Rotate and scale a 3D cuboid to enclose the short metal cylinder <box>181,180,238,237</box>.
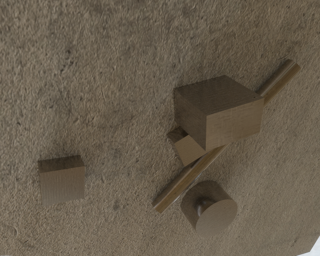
[{"bbox_3d":[0.082,0.135,0.522,0.081,0.050,0.079,-14,125,-21],"label":"short metal cylinder"}]

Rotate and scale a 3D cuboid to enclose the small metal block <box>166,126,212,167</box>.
[{"bbox_3d":[0.043,0.020,0.445,0.050,0.025,0.050,-31,129,-9],"label":"small metal block"}]

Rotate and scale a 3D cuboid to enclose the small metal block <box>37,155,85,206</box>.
[{"bbox_3d":[-0.121,0.064,0.381,0.050,0.025,0.050,-7,122,-25],"label":"small metal block"}]

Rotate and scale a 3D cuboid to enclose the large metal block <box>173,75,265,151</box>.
[{"bbox_3d":[0.072,-0.023,0.399,0.081,0.080,0.050,-17,126,-19],"label":"large metal block"}]

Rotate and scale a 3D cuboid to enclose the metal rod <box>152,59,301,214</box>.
[{"bbox_3d":[0.098,0.016,0.472,0.300,0.025,0.025,-47,130,5],"label":"metal rod"}]
